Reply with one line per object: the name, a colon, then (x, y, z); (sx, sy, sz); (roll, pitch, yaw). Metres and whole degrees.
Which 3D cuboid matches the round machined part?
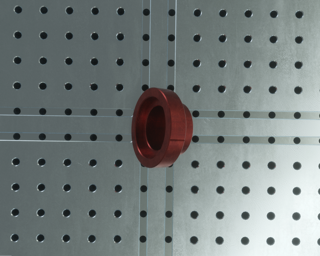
round machined part: (0.005, 0.000, 0.386); (0.042, 0.098, 0.097); (3, 90, -31)
